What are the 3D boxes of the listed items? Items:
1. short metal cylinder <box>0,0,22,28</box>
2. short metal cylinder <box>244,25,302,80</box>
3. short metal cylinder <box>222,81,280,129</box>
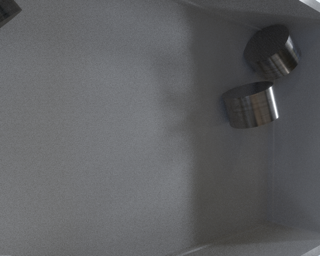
[{"bbox_3d":[-0.158,-0.090,0.239,0.080,0.080,0.050,-52,121,-27],"label":"short metal cylinder"},{"bbox_3d":[0.195,-0.130,0.537,0.050,0.080,0.080,40,66,-34],"label":"short metal cylinder"},{"bbox_3d":[0.145,-0.038,0.495,0.081,0.080,0.050,-30,109,-36],"label":"short metal cylinder"}]
